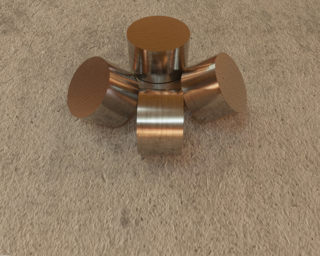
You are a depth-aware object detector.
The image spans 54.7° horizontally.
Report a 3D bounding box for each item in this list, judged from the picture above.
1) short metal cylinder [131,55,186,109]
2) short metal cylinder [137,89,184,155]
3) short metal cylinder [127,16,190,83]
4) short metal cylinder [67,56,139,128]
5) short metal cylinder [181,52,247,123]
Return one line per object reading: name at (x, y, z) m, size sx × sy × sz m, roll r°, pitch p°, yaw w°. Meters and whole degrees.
short metal cylinder at (0.000, -0.059, 0.438) m, size 0.081 × 0.050 × 0.080 m, roll 0°, pitch 50°, yaw 0°
short metal cylinder at (0.001, -0.007, 0.374) m, size 0.050 × 0.080 × 0.080 m, roll 1°, pitch 50°, yaw 1°
short metal cylinder at (-0.002, -0.105, 0.411) m, size 0.081 × 0.050 × 0.080 m, roll 0°, pitch 50°, yaw 0°
short metal cylinder at (-0.074, -0.045, 0.399) m, size 0.080 × 0.050 × 0.080 m, roll -13°, pitch 68°, yaw 36°
short metal cylinder at (0.072, -0.052, 0.406) m, size 0.050 × 0.080 × 0.080 m, roll -18°, pitch 39°, yaw 37°
